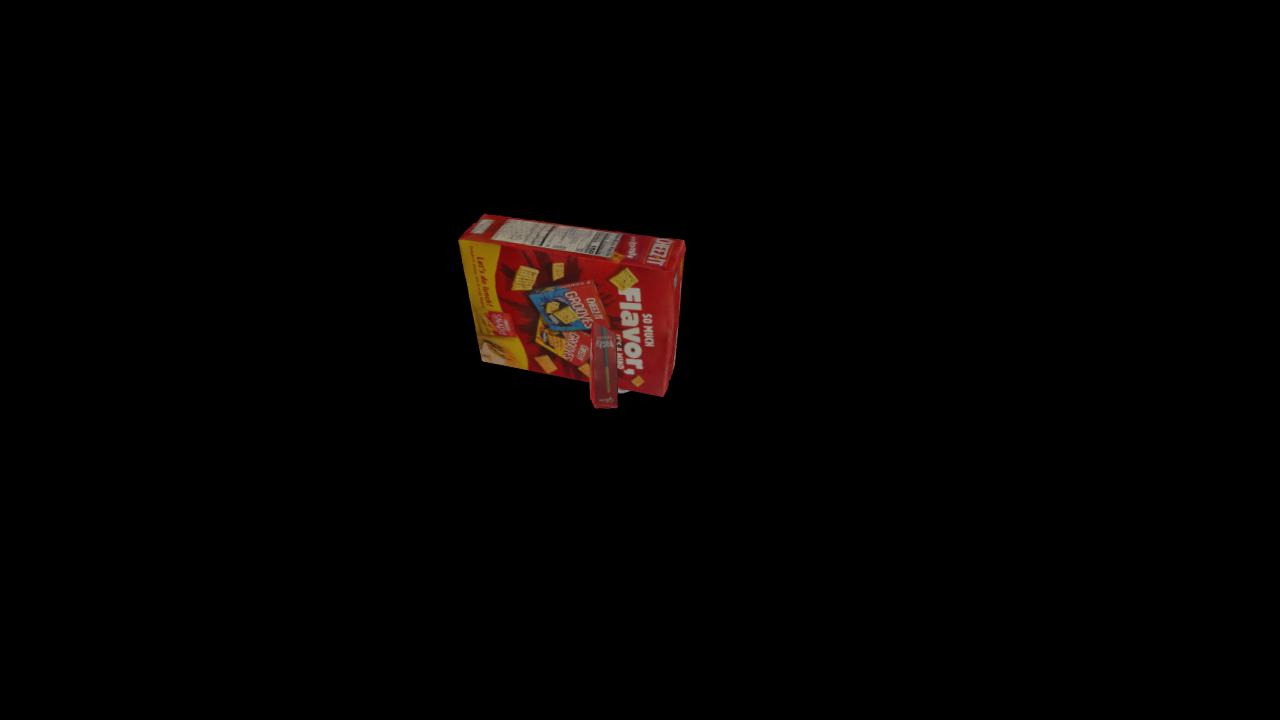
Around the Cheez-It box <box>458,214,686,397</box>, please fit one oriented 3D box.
[{"bbox_3d":[-0.069,-0.059,0.663,0.223,0.166,0.071,10,41,10],"label":"Cheez-It box"}]

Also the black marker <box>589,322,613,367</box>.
[{"bbox_3d":[-0.012,-0.002,0.704,0.020,0.020,0.121,0,-18,-16],"label":"black marker"}]

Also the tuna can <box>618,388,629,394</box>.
[{"bbox_3d":[-0.022,-0.001,0.764,0.034,0.084,0.084,26,16,36],"label":"tuna can"}]

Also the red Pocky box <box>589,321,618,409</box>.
[{"bbox_3d":[-0.042,-0.028,0.668,0.028,0.155,0.083,-2,3,-9],"label":"red Pocky box"}]
